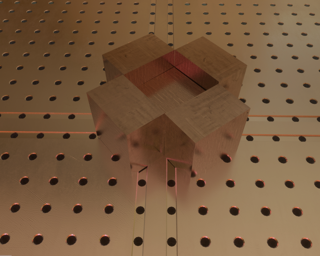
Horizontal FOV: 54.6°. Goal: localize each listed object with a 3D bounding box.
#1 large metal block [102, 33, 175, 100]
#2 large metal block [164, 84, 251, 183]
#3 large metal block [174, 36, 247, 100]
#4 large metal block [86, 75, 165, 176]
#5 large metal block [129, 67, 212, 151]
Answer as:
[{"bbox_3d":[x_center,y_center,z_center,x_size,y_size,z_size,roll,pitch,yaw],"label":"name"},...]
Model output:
[{"bbox_3d":[-0.027,-0.073,0.434,0.080,0.080,0.050,-31,57,-24],"label":"large metal block"},{"bbox_3d":[0.053,0.007,0.368,0.080,0.080,0.050,-30,56,-23],"label":"large metal block"},{"bbox_3d":[0.064,-0.065,0.428,0.050,0.080,0.080,-31,57,-24],"label":"large metal block"},{"bbox_3d":[-0.039,-0.003,0.374,0.050,0.080,0.080,-32,57,-24],"label":"large metal block"},{"bbox_3d":[0.014,-0.025,0.411,0.080,0.050,0.080,-32,56,-22],"label":"large metal block"}]
